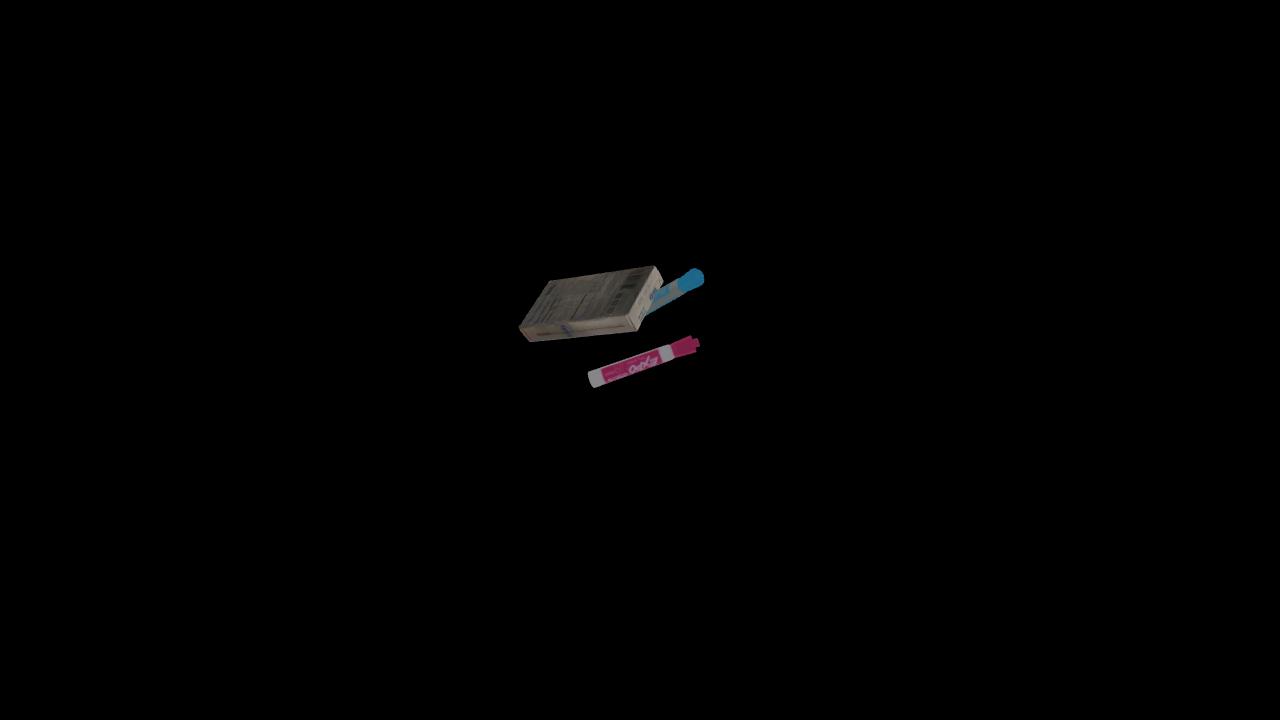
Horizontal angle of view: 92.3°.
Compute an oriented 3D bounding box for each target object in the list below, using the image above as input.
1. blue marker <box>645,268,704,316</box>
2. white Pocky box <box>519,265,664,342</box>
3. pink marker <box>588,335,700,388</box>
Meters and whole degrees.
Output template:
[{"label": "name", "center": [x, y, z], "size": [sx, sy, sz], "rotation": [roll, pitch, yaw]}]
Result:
[{"label": "blue marker", "center": [0.027, -0.068, 0.644], "size": [0.020, 0.020, 0.121], "rotation": [0, -13, -33]}, {"label": "white Pocky box", "center": [-0.056, -0.061, 0.677], "size": [0.154, 0.084, 0.028], "rotation": [-3, -45, 35]}, {"label": "pink marker", "center": [0.004, 0.001, 0.643], "size": [0.121, 0.020, 0.020], "rotation": [-20, -3, 8]}]
